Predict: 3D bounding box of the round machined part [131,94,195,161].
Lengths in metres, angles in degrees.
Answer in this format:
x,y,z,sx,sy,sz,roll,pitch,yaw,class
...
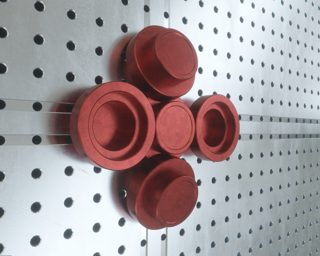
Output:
x,y,z,sx,sy,sz,roll,pitch,yaw,class
0.008,-0.001,0.405,0.099,0.042,0.097,0,90,-40,round machined part

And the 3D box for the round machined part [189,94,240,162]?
x,y,z,sx,sy,sz,roll,pitch,yaw,class
0.072,0.000,0.460,0.099,0.042,0.097,0,90,-40,round machined part

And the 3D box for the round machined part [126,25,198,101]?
x,y,z,sx,sy,sz,roll,pitch,yaw,class
0.010,-0.086,0.393,0.099,0.042,0.098,13,68,-35,round machined part

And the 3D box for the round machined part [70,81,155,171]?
x,y,z,sx,sy,sz,roll,pitch,yaw,class
-0.056,-0.002,0.352,0.099,0.042,0.097,0,90,-40,round machined part

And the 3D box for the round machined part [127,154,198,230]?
x,y,z,sx,sy,sz,roll,pitch,yaw,class
0.010,0.086,0.394,0.099,0.042,0.097,-15,114,-36,round machined part
